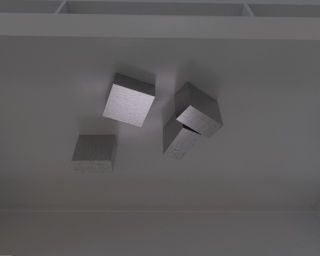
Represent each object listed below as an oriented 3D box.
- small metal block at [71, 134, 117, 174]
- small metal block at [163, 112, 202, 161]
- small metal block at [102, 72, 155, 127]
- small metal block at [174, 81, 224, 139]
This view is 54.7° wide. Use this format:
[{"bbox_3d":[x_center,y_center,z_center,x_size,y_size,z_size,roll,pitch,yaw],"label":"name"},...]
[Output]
[{"bbox_3d":[-0.088,0.035,0.421,0.050,0.050,0.025,-1,130,0],"label":"small metal block"},{"bbox_3d":[0.027,0.005,0.397,0.025,0.050,0.050,22,127,-17],"label":"small metal block"},{"bbox_3d":[-0.038,-0.034,0.380,0.050,0.025,0.050,16,128,-14],"label":"small metal block"},{"bbox_3d":[0.046,-0.022,0.374,0.050,0.050,0.025,29,124,-23],"label":"small metal block"}]
